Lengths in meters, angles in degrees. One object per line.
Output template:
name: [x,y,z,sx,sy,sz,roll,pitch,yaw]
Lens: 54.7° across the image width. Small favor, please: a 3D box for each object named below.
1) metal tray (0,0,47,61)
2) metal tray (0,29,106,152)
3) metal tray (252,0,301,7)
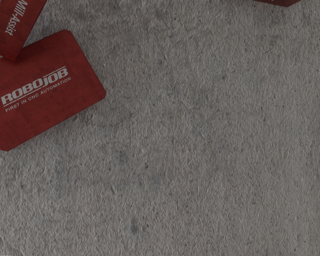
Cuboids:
metal tray: [-0.122,-0.134,0.292,0.030,0.129,0.090,24,54,-29]
metal tray: [-0.141,-0.044,0.354,0.131,0.030,0.090,-32,101,-17]
metal tray: [0.153,-0.239,0.462,0.131,0.030,0.089,2,90,-20]
